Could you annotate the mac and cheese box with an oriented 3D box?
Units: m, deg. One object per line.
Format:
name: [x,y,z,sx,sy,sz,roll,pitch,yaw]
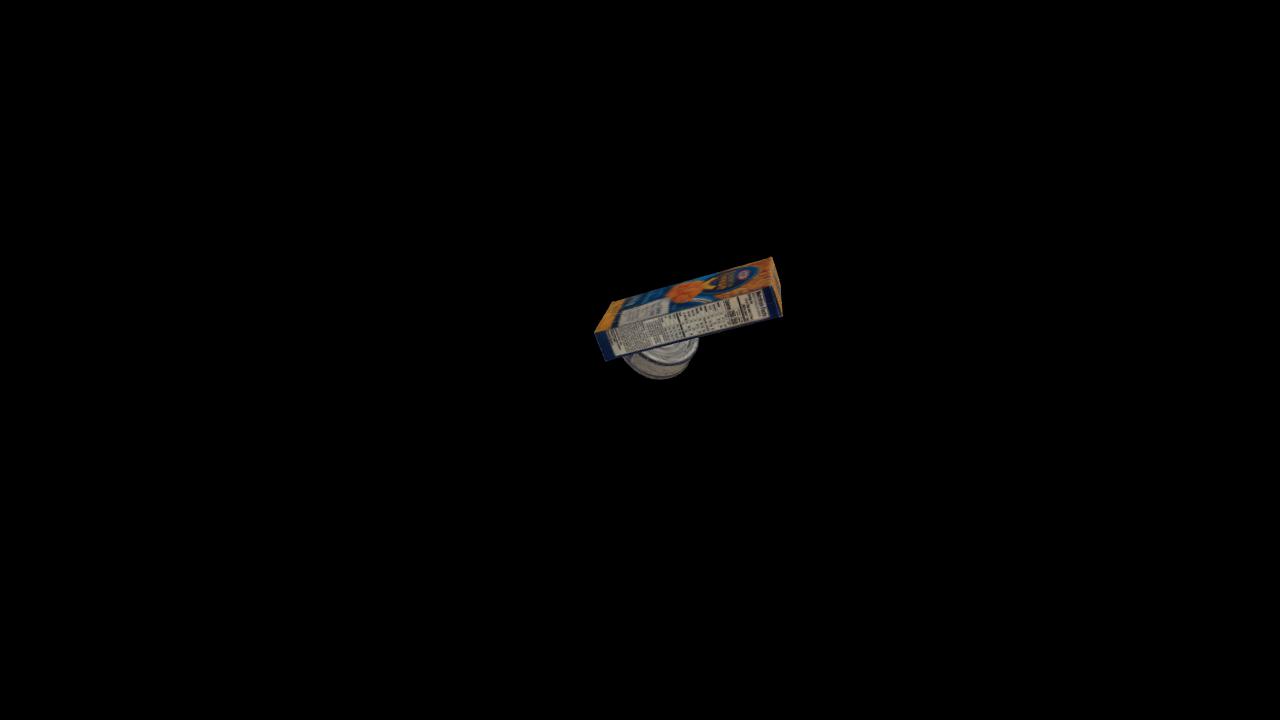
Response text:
mac and cheese box: [0.051,-0.053,0.633,0.184,0.041,0.093,-14,21,18]

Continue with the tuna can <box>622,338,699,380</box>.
tuna can: [0.020,-0.024,0.663,0.084,0.084,0.034,0,-30,-18]
